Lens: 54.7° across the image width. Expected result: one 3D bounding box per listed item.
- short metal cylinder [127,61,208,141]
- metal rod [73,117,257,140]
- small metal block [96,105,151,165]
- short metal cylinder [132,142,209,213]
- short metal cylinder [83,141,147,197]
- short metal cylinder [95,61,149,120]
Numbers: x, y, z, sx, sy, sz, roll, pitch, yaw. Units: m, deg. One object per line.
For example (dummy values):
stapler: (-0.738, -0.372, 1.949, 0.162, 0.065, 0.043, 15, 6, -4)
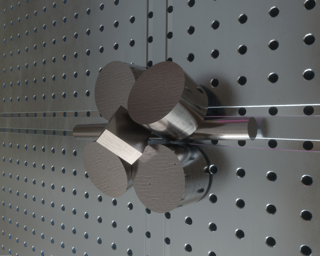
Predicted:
short metal cylinder: (0.009, -0.031, 0.364, 0.080, 0.050, 0.080, -20, 55, 31)
metal rod: (-0.019, 0.004, 0.419, 0.300, 0.025, 0.025, -1, 89, 40)
small metal block: (-0.041, 0.008, 0.376, 0.050, 0.050, 0.025, 36, 128, -12)
short metal cylinder: (0.012, 0.058, 0.378, 0.080, 0.050, 0.079, 0, 90, 40)
short metal cylinder: (-0.058, 0.046, 0.420, 0.080, 0.050, 0.079, 17, 120, 32)
short metal cylinder: (-0.044, -0.048, 0.424, 0.080, 0.050, 0.079, 0, 90, 40)
